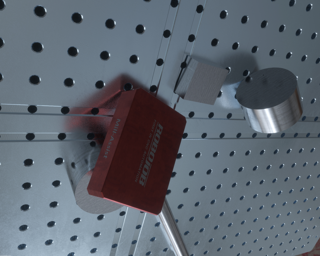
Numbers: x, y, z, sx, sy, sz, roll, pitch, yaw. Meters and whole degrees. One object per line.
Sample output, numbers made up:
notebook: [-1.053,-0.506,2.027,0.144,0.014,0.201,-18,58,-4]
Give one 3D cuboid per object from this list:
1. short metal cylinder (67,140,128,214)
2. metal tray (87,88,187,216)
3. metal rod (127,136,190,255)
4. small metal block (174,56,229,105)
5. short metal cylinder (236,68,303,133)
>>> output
short metal cylinder: [-0.072,0.062,0.394,0.081,0.050,0.079,-14,124,-21]
metal tray: [-0.022,0.029,0.371,0.090,0.030,0.130,31,68,-38]
metal rod: [0.004,0.131,0.494,0.025,0.025,0.299,-28,128,-11]
small metal block: [0.054,-0.061,0.403,0.050,0.025,0.050,7,115,-32]
short metal cylinder: [0.154,-0.039,0.435,0.080,0.080,0.050,-38,129,-3]
